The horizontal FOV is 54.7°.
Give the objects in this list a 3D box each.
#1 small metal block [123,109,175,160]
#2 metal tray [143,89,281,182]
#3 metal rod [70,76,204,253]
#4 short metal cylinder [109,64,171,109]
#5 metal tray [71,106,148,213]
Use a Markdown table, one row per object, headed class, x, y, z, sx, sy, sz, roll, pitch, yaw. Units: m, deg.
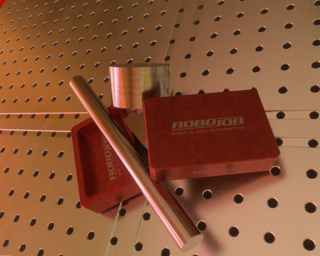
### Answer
| class | x | y | z | sx | sy | sz | roll | pitch | yaw |
| --- | --- | --- | --- | --- | --- | --- | --- | --- | --- |
| small metal block | -0.013 | 0.008 | 0.388 | 0.025 | 0.050 | 0.050 | -42 | 51 | 0 |
| metal tray | 0.051 | 0.006 | 0.337 | 0.131 | 0.030 | 0.090 | -5 | 56 | -4 |
| metal rod | -0.048 | 0.019 | 0.378 | 0.025 | 0.025 | 0.300 | -41 | 51 | 0 |
| short metal cylinder | -0.026 | -0.058 | 0.409 | 0.080 | 0.081 | 0.050 | 9 | 108 | 32 |
| metal tray | -0.067 | 0.035 | 0.414 | 0.090 | 0.030 | 0.130 | -28 | 52 | 10 |
